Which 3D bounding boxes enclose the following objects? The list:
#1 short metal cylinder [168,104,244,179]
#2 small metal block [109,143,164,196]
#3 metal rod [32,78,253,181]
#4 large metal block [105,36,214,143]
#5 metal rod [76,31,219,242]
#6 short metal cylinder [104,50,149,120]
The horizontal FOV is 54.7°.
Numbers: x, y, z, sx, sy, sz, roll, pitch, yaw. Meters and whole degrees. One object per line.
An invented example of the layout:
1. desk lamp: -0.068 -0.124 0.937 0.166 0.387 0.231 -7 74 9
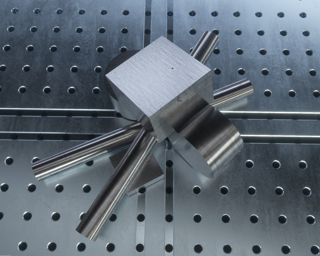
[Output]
1. short metal cylinder: 0.053 0.015 0.374 0.050 0.080 0.080 -42 75 -13
2. small metal block: -0.029 0.050 0.389 0.050 0.025 0.050 -26 72 -10
3. metal rod: -0.016 -0.001 0.408 0.302 0.025 0.025 -22 72 -8
4. large metal block: 0.001 -0.045 0.344 0.080 0.050 0.080 -38 57 -12
5. metal rod: -0.005 -0.004 0.383 0.025 0.025 0.300 29 72 10
6. short metal cylinder: -0.031 -0.057 0.415 0.081 0.050 0.080 0 70 0
